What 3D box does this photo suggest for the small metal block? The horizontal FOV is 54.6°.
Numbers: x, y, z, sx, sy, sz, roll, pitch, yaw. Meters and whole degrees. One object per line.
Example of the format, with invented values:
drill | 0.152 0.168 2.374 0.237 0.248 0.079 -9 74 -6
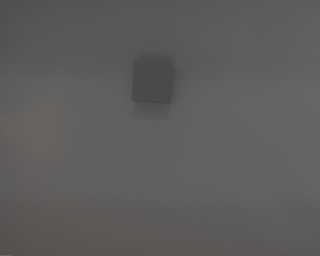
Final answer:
small metal block | -0.010 -0.060 0.411 0.050 0.025 0.050 4 90 0
